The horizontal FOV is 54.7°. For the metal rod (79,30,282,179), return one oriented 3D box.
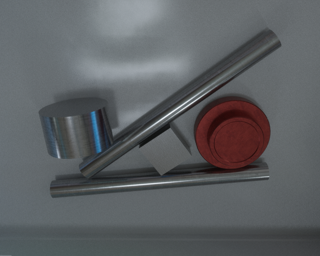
[{"bbox_3d":[0.017,-0.024,0.401,0.300,0.025,0.025,-35,107,11],"label":"metal rod"}]

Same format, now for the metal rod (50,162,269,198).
[{"bbox_3d":[-0.001,0.074,0.437,0.302,0.025,0.025,-5,110,1],"label":"metal rod"}]

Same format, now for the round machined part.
[{"bbox_3d":[0.096,0.011,0.404,0.099,0.042,0.097,0,110,-1],"label":"round machined part"}]

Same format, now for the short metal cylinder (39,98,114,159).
[{"bbox_3d":[-0.101,-0.002,0.379,0.081,0.080,0.050,-5,110,1],"label":"short metal cylinder"}]

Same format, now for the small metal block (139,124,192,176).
[{"bbox_3d":[0.007,0.028,0.419,0.050,0.025,0.050,-34,107,11],"label":"small metal block"}]
